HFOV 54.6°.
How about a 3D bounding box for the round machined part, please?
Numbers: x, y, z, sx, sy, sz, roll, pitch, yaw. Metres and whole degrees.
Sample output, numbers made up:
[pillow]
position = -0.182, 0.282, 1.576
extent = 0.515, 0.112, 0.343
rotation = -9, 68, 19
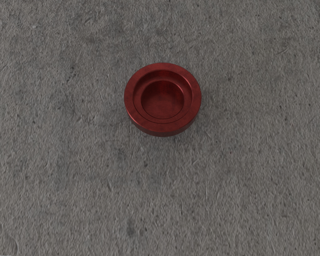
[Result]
[round machined part]
position = 0.004, -0.034, 0.412
extent = 0.099, 0.042, 0.098
rotation = 0, 70, 0
